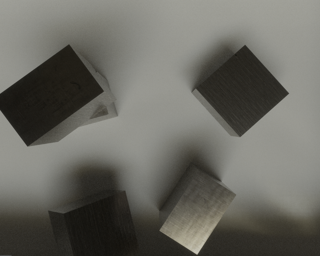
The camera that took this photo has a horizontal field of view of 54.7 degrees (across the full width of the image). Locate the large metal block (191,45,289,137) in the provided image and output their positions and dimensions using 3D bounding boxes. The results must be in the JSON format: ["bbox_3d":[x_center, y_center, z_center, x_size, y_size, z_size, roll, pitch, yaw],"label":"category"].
[{"bbox_3d":[0.100,-0.045,0.400,0.080,0.050,0.080,-42,91,0],"label":"large metal block"}]

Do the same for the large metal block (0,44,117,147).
[{"bbox_3d":[-0.095,-0.028,0.303,0.080,0.080,0.050,-36,90,0],"label":"large metal block"}]

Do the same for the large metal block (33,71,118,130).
[{"bbox_3d":[-0.103,-0.029,0.383,0.080,0.080,0.050,-15,90,0],"label":"large metal block"}]

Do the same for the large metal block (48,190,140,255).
[{"bbox_3d":[-0.080,0.127,0.379,0.081,0.050,0.080,-13,90,-39],"label":"large metal block"}]

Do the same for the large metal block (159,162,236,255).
[{"bbox_3d":[0.042,0.094,0.385,0.050,0.080,0.080,33,90,-1],"label":"large metal block"}]
